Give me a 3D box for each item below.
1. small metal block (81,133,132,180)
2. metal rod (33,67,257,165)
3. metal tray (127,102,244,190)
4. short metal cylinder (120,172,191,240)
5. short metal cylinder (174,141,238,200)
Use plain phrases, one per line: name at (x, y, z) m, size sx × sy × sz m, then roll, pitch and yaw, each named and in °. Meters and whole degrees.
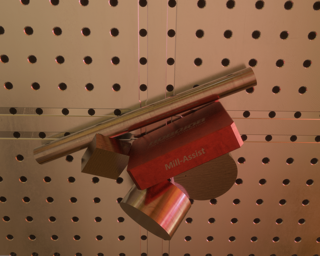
small metal block at (-0.071, 0.039, 0.410) m, size 0.050 × 0.025 × 0.050 m, roll 18°, pitch 126°, yaw -27°
metal rod at (-0.024, -0.013, 0.404) m, size 0.301 × 0.025 × 0.025 m, roll -20°, pitch 109°, yaw 7°
metal tray at (0.027, 0.018, 0.382) m, size 0.130 × 0.090 × 0.030 m, roll -25°, pitch 108°, yaw 9°
short metal cylinder at (-0.006, 0.103, 0.411) m, size 0.080 × 0.080 × 0.050 m, roll 45°, pitch 63°, yaw -15°
short metal cylinder at (0.056, 0.048, 0.409) m, size 0.081 × 0.050 × 0.079 m, roll -2°, pitch 119°, yaw -4°
